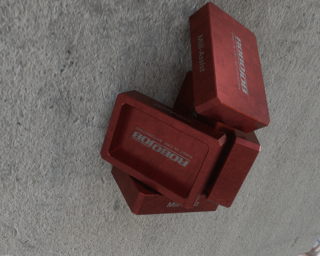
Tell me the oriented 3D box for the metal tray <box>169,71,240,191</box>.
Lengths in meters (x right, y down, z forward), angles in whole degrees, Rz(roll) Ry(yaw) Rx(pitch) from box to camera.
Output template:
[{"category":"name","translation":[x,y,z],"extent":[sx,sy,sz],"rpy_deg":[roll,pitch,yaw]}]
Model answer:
[{"category":"metal tray","translation":[0.046,0.004,0.395],"extent":[0.030,0.090,0.129],"rpy_deg":[7,115,-32]}]

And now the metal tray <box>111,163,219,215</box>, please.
[{"category":"metal tray","translation":[0.010,0.073,0.418],"extent":[0.131,0.090,0.030],"rpy_deg":[7,115,-32]}]

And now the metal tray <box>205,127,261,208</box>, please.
[{"category":"metal tray","translation":[0.091,0.032,0.415],"extent":[0.030,0.130,0.089],"rpy_deg":[20,112,-1]}]

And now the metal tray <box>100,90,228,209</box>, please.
[{"category":"metal tray","translation":[0.000,0.022,0.360],"extent":[0.030,0.130,0.089],"rpy_deg":[-26,140,-62]}]

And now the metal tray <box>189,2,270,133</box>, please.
[{"category":"metal tray","translation":[0.078,-0.067,0.351],"extent":[0.091,0.130,0.030],"rpy_deg":[19,149,-36]}]
